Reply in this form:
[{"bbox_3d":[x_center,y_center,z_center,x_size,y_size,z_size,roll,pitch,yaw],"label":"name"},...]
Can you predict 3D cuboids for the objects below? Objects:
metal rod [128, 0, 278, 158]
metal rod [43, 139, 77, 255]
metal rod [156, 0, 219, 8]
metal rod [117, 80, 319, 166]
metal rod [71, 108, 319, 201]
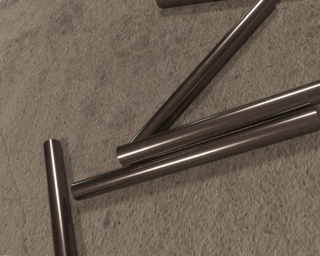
[{"bbox_3d":[0.056,-0.071,0.417,0.300,0.025,0.025,-48,52,-7],"label":"metal rod"},{"bbox_3d":[-0.119,0.135,0.381,0.025,0.025,0.299,-30,52,9],"label":"metal rod"},{"bbox_3d":[0.130,-0.211,0.464,0.300,0.025,0.025,4,64,29],"label":"metal rod"},{"bbox_3d":[0.093,-0.013,0.347,0.301,0.025,0.025,-19,55,11],"label":"metal rod"},{"bbox_3d":[0.027,0.037,0.365,0.301,0.025,0.025,-19,55,16],"label":"metal rod"}]
